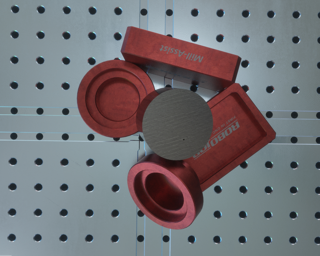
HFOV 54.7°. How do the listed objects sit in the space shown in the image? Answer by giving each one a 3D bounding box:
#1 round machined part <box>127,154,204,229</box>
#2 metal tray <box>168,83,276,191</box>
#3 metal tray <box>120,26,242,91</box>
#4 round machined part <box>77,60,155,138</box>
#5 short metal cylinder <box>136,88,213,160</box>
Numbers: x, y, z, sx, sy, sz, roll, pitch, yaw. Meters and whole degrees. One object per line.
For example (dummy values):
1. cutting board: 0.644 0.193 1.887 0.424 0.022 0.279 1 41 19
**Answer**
1. round machined part: 0.011 0.074 0.388 0.098 0.042 0.097 18 125 28
2. metal tray: 0.073 0.013 0.411 0.130 0.030 0.090 -36 90 -1
3. metal tray: 0.023 -0.081 0.381 0.131 0.090 0.030 15 90 -1
4. round machined part: -0.054 -0.036 0.404 0.099 0.042 0.097 0 90 -1
5. short metal cylinder: 0.015 -0.007 0.364 0.081 0.050 0.079 -2 99 -12
